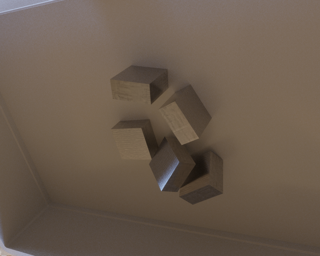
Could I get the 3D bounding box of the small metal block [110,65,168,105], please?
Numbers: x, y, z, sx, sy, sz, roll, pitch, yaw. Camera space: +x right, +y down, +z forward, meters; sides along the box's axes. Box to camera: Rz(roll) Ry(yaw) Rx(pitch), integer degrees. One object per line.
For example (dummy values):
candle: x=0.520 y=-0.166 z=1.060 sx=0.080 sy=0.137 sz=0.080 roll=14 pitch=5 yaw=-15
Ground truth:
small metal block: x=-0.023 y=-0.053 z=0.371 sx=0.050 sy=0.050 sz=0.025 roll=10 pitch=123 yaw=22

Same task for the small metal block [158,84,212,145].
small metal block: x=0.031 y=-0.016 z=0.365 sx=0.025 sy=0.050 sz=0.050 roll=-25 pitch=105 yaw=36

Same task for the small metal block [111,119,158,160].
small metal block: x=-0.035 y=0.017 z=0.436 sx=0.050 sy=0.025 sz=0.050 roll=-3 pitch=117 yaw=29

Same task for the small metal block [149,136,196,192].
small metal block: x=0.015 y=0.047 z=0.405 sx=0.025 sy=0.050 sz=0.050 roll=11 pitch=121 yaw=-32

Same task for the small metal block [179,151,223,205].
small metal block: x=0.054 y=0.065 z=0.400 sx=0.025 sy=0.050 sz=0.050 roll=36 pitch=133 yaw=-26
